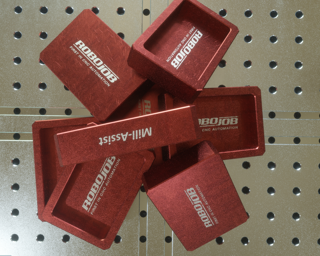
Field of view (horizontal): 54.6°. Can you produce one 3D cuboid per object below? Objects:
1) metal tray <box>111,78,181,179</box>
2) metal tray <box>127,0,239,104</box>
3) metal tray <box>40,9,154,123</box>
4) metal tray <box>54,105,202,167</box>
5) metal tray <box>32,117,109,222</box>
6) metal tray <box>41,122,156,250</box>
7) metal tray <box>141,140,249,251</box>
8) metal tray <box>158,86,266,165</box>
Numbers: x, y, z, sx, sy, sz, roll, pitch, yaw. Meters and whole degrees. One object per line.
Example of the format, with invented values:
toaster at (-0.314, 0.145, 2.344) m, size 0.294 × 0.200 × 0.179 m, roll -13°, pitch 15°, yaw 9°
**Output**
metal tray at (-0.018, 0.000, 0.410) m, size 0.091 × 0.030 × 0.129 m, roll -4°, pitch 88°, yaw -2°
metal tray at (0.032, -0.101, 0.377) m, size 0.090 × 0.030 × 0.130 m, roll 34°, pitch 57°, yaw 0°
metal tray at (-0.078, -0.077, 0.394) m, size 0.090 × 0.030 × 0.130 m, roll -45°, pitch 75°, yaw 0°
metal tray at (-0.027, 0.007, 0.316) m, size 0.131 × 0.090 × 0.030 m, roll -12°, pitch 90°, yaw 4°
metal tray at (-0.115, 0.052, 0.410) m, size 0.090 × 0.030 × 0.129 m, roll -4°, pitch 89°, yaw -1°
metal tray at (-0.073, 0.069, 0.380) m, size 0.090 × 0.030 × 0.130 m, roll 27°, pitch 90°, yaw 0°
metal tray at (0.046, 0.087, 0.378) m, size 0.090 × 0.030 × 0.130 m, roll -29°, pitch 123°, yaw 0°
metal tray at (0.067, -0.005, 0.393) m, size 0.131 × 0.030 × 0.090 m, roll -4°, pitch 90°, yaw -17°
